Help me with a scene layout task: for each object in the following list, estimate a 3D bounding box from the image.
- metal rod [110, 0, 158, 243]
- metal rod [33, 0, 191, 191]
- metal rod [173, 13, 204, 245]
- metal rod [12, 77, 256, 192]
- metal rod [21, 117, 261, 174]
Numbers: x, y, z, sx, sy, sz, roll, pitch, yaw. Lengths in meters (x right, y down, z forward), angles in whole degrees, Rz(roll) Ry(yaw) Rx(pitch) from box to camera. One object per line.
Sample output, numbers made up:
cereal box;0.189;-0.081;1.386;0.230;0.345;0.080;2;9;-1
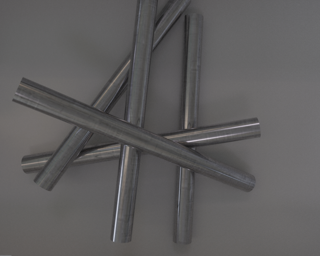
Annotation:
metal rod;-0.030;-0.018;0.369;0.025;0.025;0.298;6;87;0
metal rod;-0.055;-0.053;0.391;0.025;0.025;0.300;35;82;0
metal rod;0.037;0.001;0.411;0.025;0.025;0.298;3;90;0
metal rod;-0.007;0.019;0.351;0.302;0.025;0.025;24;90;-25
metal rod;-0.029;0.024;0.393;0.301;0.025;0.025;-9;90;7
